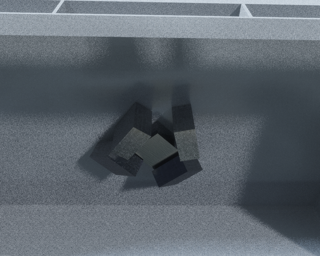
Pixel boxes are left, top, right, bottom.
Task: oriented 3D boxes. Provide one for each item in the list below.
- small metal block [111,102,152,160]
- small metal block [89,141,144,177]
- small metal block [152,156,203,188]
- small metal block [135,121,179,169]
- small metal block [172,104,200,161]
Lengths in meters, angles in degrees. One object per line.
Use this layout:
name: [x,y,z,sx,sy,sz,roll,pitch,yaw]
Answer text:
small metal block: [-0.035,0.004,0.392,0.025,0.050,0.050,30,124,-23]
small metal block: [-0.060,0.043,0.427,0.050,0.025,0.050,41,152,-30]
small metal block: [0.025,0.061,0.442,0.050,0.025,0.050,-34,160,24]
small metal block: [-0.005,0.026,0.428,0.050,0.025,0.050,-34,123,25]
small metal block: [0.033,0.006,0.395,0.025,0.050,0.050,-9,130,6]
